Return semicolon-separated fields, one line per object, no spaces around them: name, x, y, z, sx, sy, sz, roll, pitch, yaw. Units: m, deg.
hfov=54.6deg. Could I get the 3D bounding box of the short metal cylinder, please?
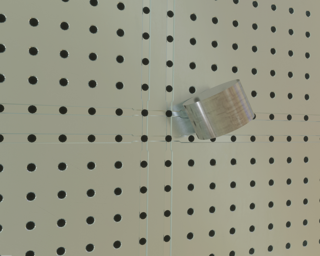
short metal cylinder;0.077;-0.025;0.411;0.080;0.080;0.050;-28;100;-18
